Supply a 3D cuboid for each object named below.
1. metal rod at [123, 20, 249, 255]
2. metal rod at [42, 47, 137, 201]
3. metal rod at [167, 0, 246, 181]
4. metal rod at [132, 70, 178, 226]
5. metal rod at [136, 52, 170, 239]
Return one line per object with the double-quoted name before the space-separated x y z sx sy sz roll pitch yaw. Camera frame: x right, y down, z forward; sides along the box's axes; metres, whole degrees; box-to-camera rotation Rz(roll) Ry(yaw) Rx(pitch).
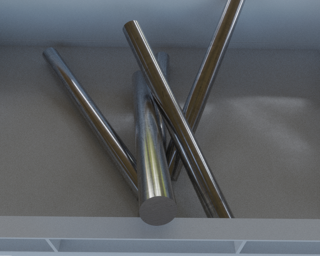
"metal rod" 0.018 -0.007 0.355 0.025 0.025 0.299 -18 67 -15
"metal rod" -0.096 -0.023 0.423 0.025 0.025 0.300 -26 55 -21
"metal rod" 0.063 -0.075 0.404 0.025 0.025 0.300 18 72 14
"metal rod" -0.016 -0.011 0.336 0.025 0.025 0.300 -4 26 -4
"metal rod" -0.003 -0.008 0.392 0.025 0.025 0.300 2 44 1
